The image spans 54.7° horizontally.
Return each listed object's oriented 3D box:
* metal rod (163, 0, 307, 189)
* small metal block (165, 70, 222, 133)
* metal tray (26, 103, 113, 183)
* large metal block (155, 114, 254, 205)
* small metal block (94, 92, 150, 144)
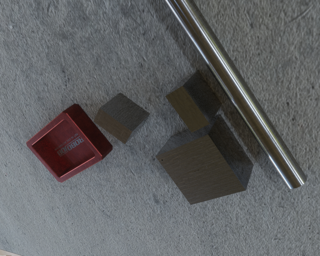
[{"bbox_3d":[0.072,-0.056,0.333,0.025,0.025,0.299,-28,104,37],"label":"metal rod"},{"bbox_3d":[0.040,-0.031,0.350,0.025,0.050,0.050,-29,103,37],"label":"small metal block"},{"bbox_3d":[-0.148,0.028,0.496,0.130,0.030,0.090,-30,102,37],"label":"metal tray"},{"bbox_3d":[0.056,0.041,0.386,0.080,0.050,0.080,-26,104,37],"label":"large metal block"},{"bbox_3d":[-0.049,-0.014,0.406,0.050,0.050,0.025,36,129,4],"label":"small metal block"}]
